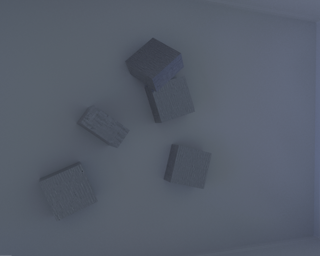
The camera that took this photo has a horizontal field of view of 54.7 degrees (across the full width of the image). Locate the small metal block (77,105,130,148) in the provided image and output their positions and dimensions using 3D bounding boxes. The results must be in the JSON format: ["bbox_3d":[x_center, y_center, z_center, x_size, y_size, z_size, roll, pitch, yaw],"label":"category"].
[{"bbox_3d":[-0.069,-0.002,0.372,0.050,0.050,0.025,37,78,-17],"label":"small metal block"}]

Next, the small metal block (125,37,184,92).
[{"bbox_3d":[-0.007,-0.081,0.393,0.050,0.025,0.050,37,73,29],"label":"small metal block"}]

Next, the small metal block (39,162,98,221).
[{"bbox_3d":[-0.109,0.074,0.370,0.050,0.025,0.050,-23,98,-19],"label":"small metal block"}]

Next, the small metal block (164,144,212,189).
[{"bbox_3d":[0.038,0.053,0.424,0.050,0.025,0.050,15,85,-20],"label":"small metal block"}]

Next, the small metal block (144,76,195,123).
[{"bbox_3d":[0.013,-0.038,0.415,0.050,0.025,0.050,-19,97,-19],"label":"small metal block"}]
